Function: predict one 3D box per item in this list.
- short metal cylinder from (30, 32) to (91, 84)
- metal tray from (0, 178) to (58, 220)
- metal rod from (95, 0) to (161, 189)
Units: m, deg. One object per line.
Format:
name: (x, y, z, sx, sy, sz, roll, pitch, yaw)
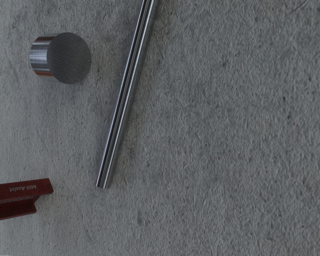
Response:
short metal cylinder: (-0.160, -0.113, 0.501, 0.050, 0.081, 0.079, 12, 98, 39)
metal tray: (-0.271, 0.135, 0.577, 0.090, 0.131, 0.030, -46, 61, 32)
metal rod: (-0.047, -0.052, 0.443, 0.025, 0.025, 0.298, 26, 106, 37)
